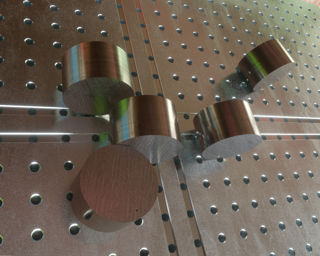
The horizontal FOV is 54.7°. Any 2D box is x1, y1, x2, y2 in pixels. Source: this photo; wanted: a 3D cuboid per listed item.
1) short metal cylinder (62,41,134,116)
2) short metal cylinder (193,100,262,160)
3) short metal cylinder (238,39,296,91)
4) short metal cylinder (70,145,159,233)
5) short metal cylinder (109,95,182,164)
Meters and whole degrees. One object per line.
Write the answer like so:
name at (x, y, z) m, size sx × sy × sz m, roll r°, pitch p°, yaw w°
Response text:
short metal cylinder at (-0.074, -0.056, 0.367) m, size 0.081 × 0.080 × 0.050 m, roll 4°, pitch 60°, yaw -27°
short metal cylinder at (0.090, 0.004, 0.418) m, size 0.081 × 0.080 × 0.050 m, roll 2°, pitch 61°, yaw -28°
short metal cylinder at (0.184, -0.108, 0.538) m, size 0.081 × 0.080 × 0.050 m, roll -18°, pitch 71°, yaw -35°
short metal cylinder at (-0.048, 0.064, 0.326) m, size 0.081 × 0.050 × 0.080 m, roll 13°, pitch 57°, yaw -21°
short metal cylinder at (-0.017, 0.005, 0.360) m, size 0.081 × 0.080 × 0.050 m, roll 7°, pitch 59°, yaw -25°
